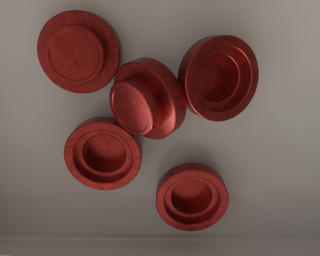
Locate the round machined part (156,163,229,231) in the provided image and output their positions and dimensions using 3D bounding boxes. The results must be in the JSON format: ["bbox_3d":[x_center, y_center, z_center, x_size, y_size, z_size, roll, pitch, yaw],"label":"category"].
[{"bbox_3d":[0.043,0.092,0.436,0.099,0.042,0.097,0,110,0],"label":"round machined part"}]

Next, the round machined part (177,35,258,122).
[{"bbox_3d":[0.064,-0.060,0.368,0.099,0.042,0.097,-7,107,-22],"label":"round machined part"}]

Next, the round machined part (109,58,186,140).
[{"bbox_3d":[-0.021,-0.029,0.363,0.098,0.042,0.097,25,131,32],"label":"round machined part"}]

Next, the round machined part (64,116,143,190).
[{"bbox_3d":[-0.072,0.030,0.412,0.099,0.042,0.097,0,112,1],"label":"round machined part"}]

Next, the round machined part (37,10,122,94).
[{"bbox_3d":[-0.097,-0.088,0.369,0.099,0.042,0.097,0,110,0],"label":"round machined part"}]
